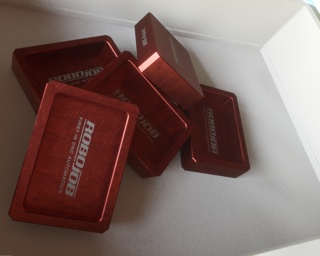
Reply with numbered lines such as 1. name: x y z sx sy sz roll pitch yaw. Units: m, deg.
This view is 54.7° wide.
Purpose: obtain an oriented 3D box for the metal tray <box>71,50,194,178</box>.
1. metal tray: -0.028 -0.015 0.368 0.130 0.030 0.090 48 56 -14

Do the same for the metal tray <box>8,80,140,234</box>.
1. metal tray: -0.081 0.029 0.303 0.091 0.030 0.129 16 84 -19

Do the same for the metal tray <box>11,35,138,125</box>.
1. metal tray: -0.101 -0.065 0.386 0.131 0.030 0.090 -23 74 -36

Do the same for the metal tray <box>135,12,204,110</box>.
1. metal tray: 0.010 -0.093 0.420 0.090 0.030 0.130 38 27 -32

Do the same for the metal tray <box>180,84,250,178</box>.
1. metal tray: 0.073 0.001 0.441 0.091 0.030 0.130 12 57 -22
